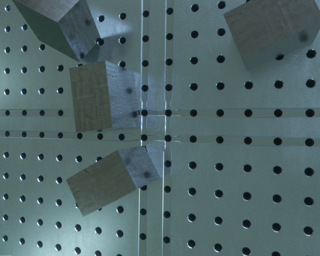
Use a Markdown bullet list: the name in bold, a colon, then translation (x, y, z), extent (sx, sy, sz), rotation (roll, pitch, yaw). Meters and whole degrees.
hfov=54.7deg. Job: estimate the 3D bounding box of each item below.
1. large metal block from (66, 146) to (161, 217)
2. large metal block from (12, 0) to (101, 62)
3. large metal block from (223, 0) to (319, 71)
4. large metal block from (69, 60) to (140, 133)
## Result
- **large metal block**: translation (-0.057, 0.066, 0.403), extent (0.080, 0.080, 0.050), rotation (-30, 80, 17)
- **large metal block**: translation (-0.138, -0.148, 0.423), extent (0.080, 0.080, 0.050), rotation (30, 72, 17)
- **large metal block**: translation (0.122, -0.109, 0.340), extent (0.080, 0.080, 0.050), rotation (-23, 83, 18)
- **large metal block**: translation (-0.069, -0.037, 0.407), extent (0.050, 0.080, 0.080), rotation (-7, 88, 19)
